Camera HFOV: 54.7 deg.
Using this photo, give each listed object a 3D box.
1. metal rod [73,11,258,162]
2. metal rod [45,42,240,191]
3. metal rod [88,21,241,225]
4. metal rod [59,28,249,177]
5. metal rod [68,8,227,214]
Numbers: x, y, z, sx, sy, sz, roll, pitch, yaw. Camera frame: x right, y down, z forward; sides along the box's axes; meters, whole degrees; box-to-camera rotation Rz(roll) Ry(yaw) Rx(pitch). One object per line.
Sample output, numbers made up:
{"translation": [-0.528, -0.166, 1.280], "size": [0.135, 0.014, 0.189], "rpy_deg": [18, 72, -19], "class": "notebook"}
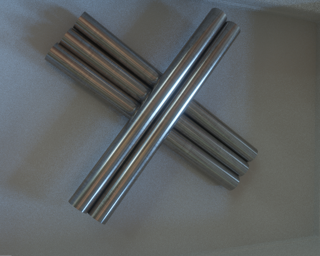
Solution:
{"translation": [0.019, -0.045, 0.416], "size": [0.301, 0.025, 0.025], "rpy_deg": [36, 78, -17], "class": "metal rod"}
{"translation": [-0.011, -0.005, 0.405], "size": [0.301, 0.025, 0.025], "rpy_deg": [36, 79, -17], "class": "metal rod"}
{"translation": [0.012, -0.016, 0.387], "size": [0.025, 0.025, 0.300], "rpy_deg": [39, 78, -16], "class": "metal rod"}
{"translation": [0.004, -0.024, 0.410], "size": [0.301, 0.025, 0.025], "rpy_deg": [36, 79, -17], "class": "metal rod"}
{"translation": [-0.007, -0.030, 0.379], "size": [0.025, 0.025, 0.300], "rpy_deg": [39, 78, -16], "class": "metal rod"}
